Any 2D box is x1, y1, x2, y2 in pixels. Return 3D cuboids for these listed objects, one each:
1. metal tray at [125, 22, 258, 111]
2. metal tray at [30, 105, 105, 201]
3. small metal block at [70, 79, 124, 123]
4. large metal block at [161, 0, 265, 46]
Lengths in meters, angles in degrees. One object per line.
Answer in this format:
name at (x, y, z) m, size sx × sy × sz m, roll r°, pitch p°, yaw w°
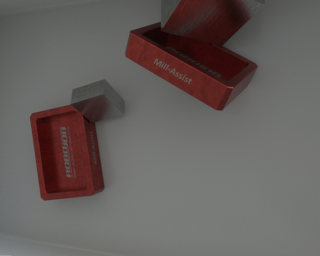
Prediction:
metal tray at (0.037, -0.079, 0.360) m, size 0.130 × 0.091 × 0.030 m, roll 33°, pitch 129°, yaw 16°
metal tray at (-0.137, 0.035, 0.454) m, size 0.090 × 0.030 × 0.129 m, roll -10°, pitch 87°, yaw 19°
small metal block at (-0.084, -0.035, 0.423) m, size 0.050 × 0.050 × 0.025 m, roll -14°, pitch 56°, yaw 19°
large metal block at (0.053, -0.141, 0.339) m, size 0.081 × 0.080 × 0.050 m, roll 8°, pitch 70°, yaw -20°
